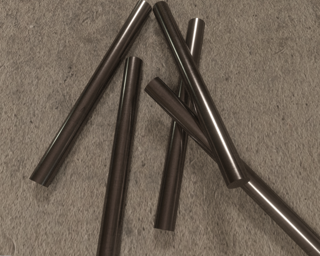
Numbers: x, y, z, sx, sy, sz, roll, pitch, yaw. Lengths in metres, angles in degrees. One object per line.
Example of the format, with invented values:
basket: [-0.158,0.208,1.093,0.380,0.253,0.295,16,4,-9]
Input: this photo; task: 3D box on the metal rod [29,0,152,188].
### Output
metal rod: [-0.087,-0.059,0.428,0.025,0.025,0.300,24,71,8]

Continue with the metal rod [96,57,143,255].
metal rod: [-0.050,0.045,0.391,0.025,0.025,0.299,5,70,1]

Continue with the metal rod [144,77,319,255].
metal rod: [0.093,0.050,0.374,0.025,0.025,0.300,-43,82,-14]

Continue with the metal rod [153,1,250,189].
metal rod: [0.041,-0.064,0.398,0.025,0.025,0.299,-15,58,-6]

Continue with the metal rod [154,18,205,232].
metal rod: [0.030,-0.019,0.415,0.025,0.025,0.299,9,70,3]
